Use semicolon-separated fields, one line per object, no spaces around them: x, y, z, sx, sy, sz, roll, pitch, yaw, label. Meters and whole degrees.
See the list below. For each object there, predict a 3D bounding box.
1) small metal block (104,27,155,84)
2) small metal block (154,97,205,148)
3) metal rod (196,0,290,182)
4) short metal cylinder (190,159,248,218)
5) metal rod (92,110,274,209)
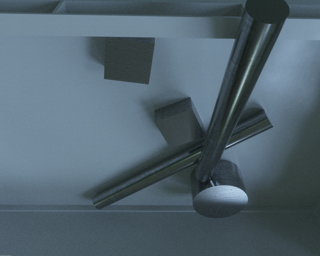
-0.034;-0.079;0.342;0.050;0.025;0.050;6;130;-6;small metal block
0.026;-0.006;0.404;0.050;0.025;0.050;-19;128;15;small metal block
0.062;-0.002;0.311;0.025;0.025;0.299;-1;153;0;metal rod
0.088;0.094;0.474;0.081;0.050;0.079;0;130;0;short metal cylinder
0.019;0.055;0.456;0.300;0.025;0.025;-29;125;22;metal rod
